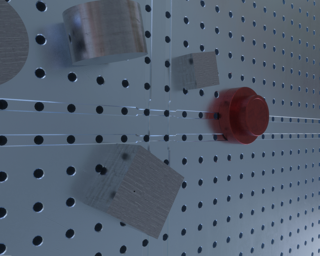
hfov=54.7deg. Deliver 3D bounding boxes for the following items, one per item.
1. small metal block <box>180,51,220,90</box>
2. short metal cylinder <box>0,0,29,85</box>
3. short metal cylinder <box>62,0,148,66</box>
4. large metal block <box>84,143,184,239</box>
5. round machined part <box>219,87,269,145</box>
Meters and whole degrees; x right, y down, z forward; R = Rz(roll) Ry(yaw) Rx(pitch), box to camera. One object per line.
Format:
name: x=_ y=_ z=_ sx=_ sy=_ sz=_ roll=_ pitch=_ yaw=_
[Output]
small metal block: x=0.059 y=-0.085 z=0.459 sx=0.050 sy=0.025 sz=0.050 roll=-16 pitch=100 yaw=-39
short metal cylinder: x=-0.159 y=-0.071 z=0.259 sx=0.081 sy=0.050 sz=0.079 roll=0 pitch=90 yaw=-40
short metal cylinder: x=-0.056 y=-0.097 z=0.326 sx=0.081 sy=0.080 sz=0.050 roll=-15 pitch=100 yaw=-39
large metal block: x=-0.028 y=0.074 z=0.369 sx=0.080 sy=0.050 sz=0.080 roll=40 pitch=66 yaw=-33
round machined part: x=0.147 y=-0.021 z=0.521 sx=0.099 sy=0.042 sz=0.097 roll=0 pitch=90 yaw=-40
